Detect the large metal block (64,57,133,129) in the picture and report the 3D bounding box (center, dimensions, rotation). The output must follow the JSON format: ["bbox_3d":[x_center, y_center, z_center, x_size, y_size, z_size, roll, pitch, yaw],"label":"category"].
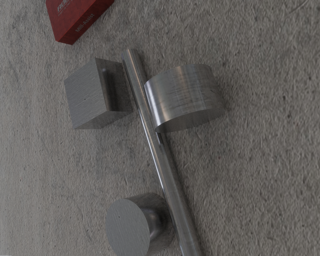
[{"bbox_3d":[-0.094,-0.048,0.466,0.080,0.050,0.080,-23,75,37],"label":"large metal block"}]

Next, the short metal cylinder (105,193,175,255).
[{"bbox_3d":[-0.026,0.130,0.411,0.080,0.050,0.079,0,90,40],"label":"short metal cylinder"}]

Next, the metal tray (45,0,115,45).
[{"bbox_3d":[-0.137,-0.212,0.515,0.130,0.030,0.090,-30,72,36],"label":"metal tray"}]

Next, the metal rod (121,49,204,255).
[{"bbox_3d":[0.001,0.032,0.404,0.025,0.025,0.299,-28,72,36],"label":"metal rod"}]

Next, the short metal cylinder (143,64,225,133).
[{"bbox_3d":[0.027,-0.031,0.347,0.080,0.081,0.050,-24,75,37],"label":"short metal cylinder"}]
